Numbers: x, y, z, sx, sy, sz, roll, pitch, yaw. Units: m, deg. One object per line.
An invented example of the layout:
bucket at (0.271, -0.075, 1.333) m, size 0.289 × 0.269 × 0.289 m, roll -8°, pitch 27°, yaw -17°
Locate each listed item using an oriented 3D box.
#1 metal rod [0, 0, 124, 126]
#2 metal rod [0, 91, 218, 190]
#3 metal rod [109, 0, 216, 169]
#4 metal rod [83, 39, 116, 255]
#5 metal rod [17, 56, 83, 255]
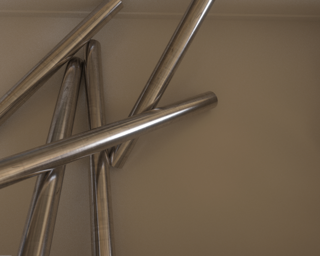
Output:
metal rod at (-0.162, -0.072, 0.416) m, size 0.025 × 0.025 × 0.300 m, roll 41°, pitch 81°, yaw 13°
metal rod at (-0.045, 0.005, 0.339) m, size 0.302 × 0.025 × 0.025 m, roll -21°, pitch 69°, yaw -36°
metal rod at (0.014, -0.084, 0.378) m, size 0.025 × 0.025 × 0.299 m, roll 30°, pitch 96°, yaw 10°
metal rod at (-0.079, 0.012, 0.388) m, size 0.025 × 0.025 × 0.299 m, roll -7°, pitch 64°, yaw -3°
metal rod at (-0.112, 0.016, 0.340) m, size 0.025 × 0.025 × 0.300 m, roll -3°, pitch 46°, yaw -2°
